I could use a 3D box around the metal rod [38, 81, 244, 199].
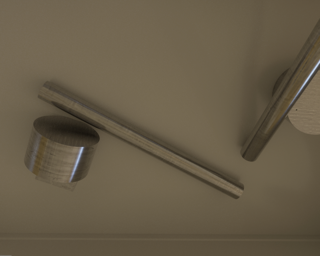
[{"bbox_3d":[-0.017,0.021,0.418,0.301,0.025,0.025,28,108,-11],"label":"metal rod"}]

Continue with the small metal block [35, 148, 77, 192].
[{"bbox_3d":[-0.131,0.054,0.416,0.050,0.050,0.025,21,109,-8],"label":"small metal block"}]

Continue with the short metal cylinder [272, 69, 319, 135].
[{"bbox_3d":[0.189,-0.038,0.387,0.081,0.050,0.079,0,110,-1],"label":"short metal cylinder"}]

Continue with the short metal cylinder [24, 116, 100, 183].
[{"bbox_3d":[-0.123,0.025,0.389,0.080,0.080,0.050,19,109,-8],"label":"short metal cylinder"}]

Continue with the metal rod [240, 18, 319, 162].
[{"bbox_3d":[0.146,-0.059,0.316,0.025,0.025,0.298,9,139,-4],"label":"metal rod"}]
